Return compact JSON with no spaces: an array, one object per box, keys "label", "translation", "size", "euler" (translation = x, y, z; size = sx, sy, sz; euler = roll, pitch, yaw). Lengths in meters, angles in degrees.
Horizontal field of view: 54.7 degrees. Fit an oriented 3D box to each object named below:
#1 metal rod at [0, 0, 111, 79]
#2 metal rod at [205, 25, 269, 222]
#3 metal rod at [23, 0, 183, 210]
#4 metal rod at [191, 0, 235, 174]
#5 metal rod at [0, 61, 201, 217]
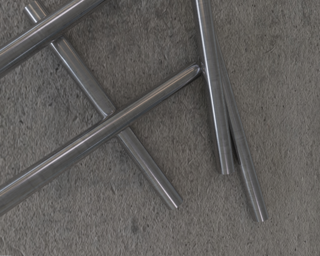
[{"label":"metal rod","translation":[-0.072,-0.155,0.362],"size":[0.301,0.025,0.025],"euler":[-45,104,-22]},{"label":"metal rod","translation":[0.106,-0.007,0.447],"size":[0.025,0.025,0.298],"euler":[-20,97,-19]},{"label":"metal rod","translation":[-0.063,-0.019,0.385],"size":[0.025,0.025,0.299],"euler":[-38,102,-16]},{"label":"metal rod","translation":[0.068,-0.082,0.415],"size":[0.025,0.025,0.298],"euler":[-14,101,-19]},{"label":"metal rod","translation":[-0.058,-0.001,0.355],"size":[0.302,0.025,0.025],"euler":[-37,102,-28]}]
